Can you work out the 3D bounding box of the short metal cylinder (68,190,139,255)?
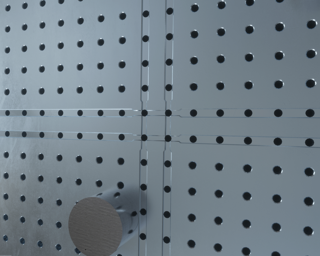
[{"bbox_3d":[-0.076,0.129,0.425,0.080,0.050,0.079,0,90,19],"label":"short metal cylinder"}]
